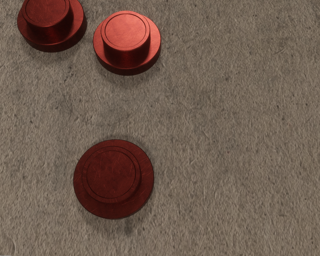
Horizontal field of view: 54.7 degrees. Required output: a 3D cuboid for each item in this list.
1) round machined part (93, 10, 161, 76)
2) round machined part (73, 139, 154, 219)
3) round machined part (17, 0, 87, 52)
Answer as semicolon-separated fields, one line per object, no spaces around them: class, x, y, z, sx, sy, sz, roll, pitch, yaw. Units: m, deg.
round machined part;-0.048;-0.128;0.445;0.099;0.042;0.098;0;70;-1
round machined part;-0.056;0.060;0.377;0.099;0.042;0.098;0;70;-1
round machined part;-0.162;-0.165;0.457;0.099;0.042;0.098;0;70;-1
